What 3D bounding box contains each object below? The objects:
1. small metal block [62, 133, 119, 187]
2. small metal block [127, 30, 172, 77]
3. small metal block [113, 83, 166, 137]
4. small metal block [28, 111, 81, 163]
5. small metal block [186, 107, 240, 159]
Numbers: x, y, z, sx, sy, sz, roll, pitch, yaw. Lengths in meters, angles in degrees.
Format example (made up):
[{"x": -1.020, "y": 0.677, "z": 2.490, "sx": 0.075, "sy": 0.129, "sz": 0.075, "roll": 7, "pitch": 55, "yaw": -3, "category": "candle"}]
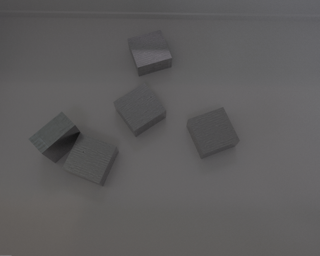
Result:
[{"x": -0.087, "y": 0.040, "z": 0.394, "sx": 0.050, "sy": 0.025, "sz": 0.050, "roll": 20, "pitch": 71, "yaw": 7, "category": "small metal block"}, {"x": -0.015, "y": -0.108, "z": 0.449, "sx": 0.050, "sy": 0.025, "sz": 0.050, "roll": -17, "pitch": 71, "yaw": -6, "category": "small metal block"}, {"x": -0.027, "y": -0.024, "z": 0.418, "sx": 0.050, "sy": 0.025, "sz": 0.050, "roll": -34, "pitch": 74, "yaw": -12, "category": "small metal block"}, {"x": -0.128, "y": 0.013, "z": 0.391, "sx": 0.025, "sy": 0.050, "sz": 0.050, "roll": 43, "pitch": 76, "yaw": 14, "category": "small metal block"}, {"x": 0.069, "y": 0.007, "z": 0.407, "sx": 0.050, "sy": 0.025, "sz": 0.050, "roll": -20, "pitch": 71, "yaw": -7, "category": "small metal block"}]
